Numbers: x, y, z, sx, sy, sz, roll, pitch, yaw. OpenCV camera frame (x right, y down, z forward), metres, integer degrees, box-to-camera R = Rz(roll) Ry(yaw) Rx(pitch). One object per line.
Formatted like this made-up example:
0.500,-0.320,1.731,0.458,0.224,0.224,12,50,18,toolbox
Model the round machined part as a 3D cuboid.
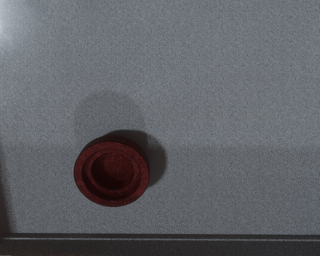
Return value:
-0.063,0.054,0.422,0.099,0.042,0.097,0,110,-1,round machined part
